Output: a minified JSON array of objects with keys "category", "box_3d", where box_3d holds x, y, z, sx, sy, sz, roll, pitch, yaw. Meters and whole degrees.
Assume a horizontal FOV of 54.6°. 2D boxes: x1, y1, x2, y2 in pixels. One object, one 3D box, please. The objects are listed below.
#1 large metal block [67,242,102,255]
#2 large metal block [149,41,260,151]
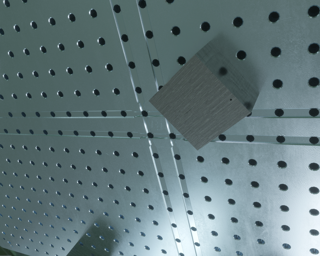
[{"category":"large metal block","box_3d":[-0.167,0.304,0.653,0.080,0.080,0.050,24,127,13]},{"category":"large metal block","box_3d":[0.049,-0.035,0.348,0.080,0.050,0.080,46,129,-4]}]
